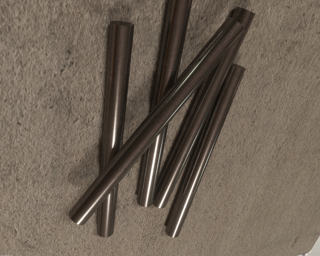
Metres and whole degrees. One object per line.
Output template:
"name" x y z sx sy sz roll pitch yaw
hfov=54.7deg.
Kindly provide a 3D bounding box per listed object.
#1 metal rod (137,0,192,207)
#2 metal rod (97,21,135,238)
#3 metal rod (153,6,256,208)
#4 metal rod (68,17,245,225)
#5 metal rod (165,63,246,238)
"metal rod" 0.001 -0.021 0.396 0.025 0.025 0.298 -5 121 -27
"metal rod" -0.060 0.022 0.388 0.025 0.025 0.298 -6 121 -26
"metal rod" 0.051 -0.014 0.428 0.025 0.025 0.298 9 114 -33
"metal rod" -0.009 -0.002 0.368 0.025 0.025 0.299 34 99 -39
"metal rod" 0.062 0.048 0.472 0.025 0.025 0.298 3 117 -30
